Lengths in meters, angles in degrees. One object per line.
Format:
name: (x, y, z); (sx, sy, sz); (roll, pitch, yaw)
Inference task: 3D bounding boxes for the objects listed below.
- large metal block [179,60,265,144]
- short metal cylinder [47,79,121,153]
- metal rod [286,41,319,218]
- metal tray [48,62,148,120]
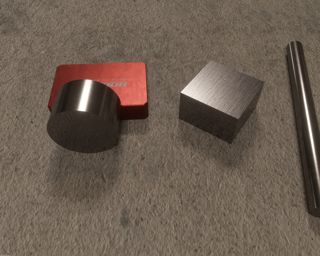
large metal block: (0.082, -0.037, 0.419); (0.080, 0.050, 0.080); (28, 55, 21)
short metal cylinder: (-0.090, -0.012, 0.377); (0.081, 0.080, 0.050); (1, 50, 0)
metal rod: (0.199, -0.023, 0.424); (0.025, 0.025, 0.300); (8, 50, 6)
metal tray: (-0.084, -0.053, 0.443); (0.131, 0.030, 0.090); (-2, 50, -3)
